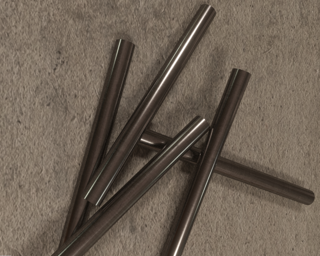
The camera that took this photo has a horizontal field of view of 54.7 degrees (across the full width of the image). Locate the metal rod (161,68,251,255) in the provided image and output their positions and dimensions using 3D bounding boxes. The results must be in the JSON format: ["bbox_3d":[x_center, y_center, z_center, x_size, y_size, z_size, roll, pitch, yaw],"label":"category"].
[{"bbox_3d":[0.053,0.067,0.406,0.025,0.025,0.298,20,92,-19],"label":"metal rod"}]

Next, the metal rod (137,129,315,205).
[{"bbox_3d":[0.106,0.061,0.450,0.302,0.025,0.025,21,83,-19],"label":"metal rod"}]

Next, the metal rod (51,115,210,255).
[{"bbox_3d":[-0.050,0.092,0.363,0.301,0.025,0.025,-43,104,-15],"label":"metal rod"}]

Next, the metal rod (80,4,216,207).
[{"bbox_3d":[-0.006,-0.040,0.394,0.025,0.025,0.300,36,73,-17],"label":"metal rod"}]

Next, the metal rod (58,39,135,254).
[{"bbox_3d":[-0.081,0.037,0.379,0.025,0.025,0.299,16,84,-20],"label":"metal rod"}]
